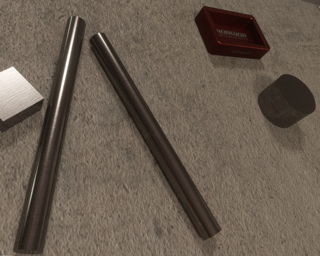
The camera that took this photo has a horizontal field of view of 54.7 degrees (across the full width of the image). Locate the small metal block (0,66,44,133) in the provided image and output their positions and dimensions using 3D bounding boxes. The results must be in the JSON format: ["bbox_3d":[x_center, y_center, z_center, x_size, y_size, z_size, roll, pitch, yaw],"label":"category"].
[{"bbox_3d":[-0.165,-0.032,0.335,0.050,0.025,0.050,45,51,3],"label":"small metal block"}]

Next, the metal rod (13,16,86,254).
[{"bbox_3d":[-0.116,-0.018,0.352,0.025,0.025,0.299,14,56,-21],"label":"metal rod"}]

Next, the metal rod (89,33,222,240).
[{"bbox_3d":[-0.013,0.000,0.398,0.025,0.025,0.299,-21,73,-36],"label":"metal rod"}]

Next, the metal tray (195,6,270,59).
[{"bbox_3d":[0.138,-0.178,0.586,0.131,0.030,0.090,-3,63,-30],"label":"metal tray"}]

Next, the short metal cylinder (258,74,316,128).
[{"bbox_3d":[0.219,-0.046,0.537,0.081,0.050,0.080,14,56,-21],"label":"short metal cylinder"}]
